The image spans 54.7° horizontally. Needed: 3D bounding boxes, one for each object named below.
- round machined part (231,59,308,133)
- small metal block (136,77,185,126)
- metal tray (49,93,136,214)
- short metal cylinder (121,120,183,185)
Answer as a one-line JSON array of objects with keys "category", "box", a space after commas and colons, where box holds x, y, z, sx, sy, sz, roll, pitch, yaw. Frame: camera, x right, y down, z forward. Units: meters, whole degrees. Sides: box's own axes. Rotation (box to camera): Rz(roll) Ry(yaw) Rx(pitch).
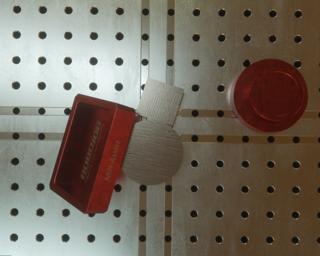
[{"category": "round machined part", "box": [0.146, -0.042, 0.406, 0.099, 0.042, 0.097, 0, 90, 0]}, {"category": "small metal block", "box": [0.000, -0.034, 0.413, 0.050, 0.025, 0.050, 18, 90, 0]}, {"category": "metal tray", "box": [-0.086, 0.028, 0.383, 0.090, 0.030, 0.129, 16, 90, 43]}, {"category": "short metal cylinder", "box": [-0.012, 0.030, 0.401, 0.081, 0.050, 0.079, 0, 90, 0]}]
